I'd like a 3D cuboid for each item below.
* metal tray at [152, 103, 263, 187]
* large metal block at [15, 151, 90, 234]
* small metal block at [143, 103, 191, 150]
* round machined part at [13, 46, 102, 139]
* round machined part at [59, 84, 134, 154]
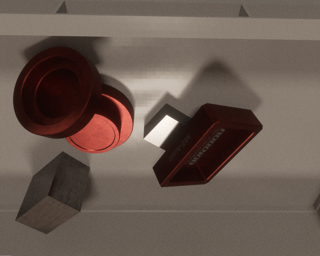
[{"bbox_3d":[0.060,0.027,0.407,0.091,0.030,0.129,5,135,-37],"label":"metal tray"},{"bbox_3d":[-0.153,0.094,0.451,0.080,0.080,0.050,-36,122,26],"label":"large metal block"},{"bbox_3d":[0.013,0.002,0.411,0.050,0.025,0.050,29,124,-23],"label":"small metal block"},{"bbox_3d":[-0.107,-0.036,0.342,0.098,0.098,0.042,-19,163,15],"label":"round machined part"},{"bbox_3d":[-0.083,-0.005,0.392,0.099,0.042,0.097,-1,131,0],"label":"round machined part"}]
